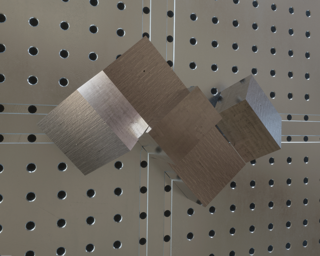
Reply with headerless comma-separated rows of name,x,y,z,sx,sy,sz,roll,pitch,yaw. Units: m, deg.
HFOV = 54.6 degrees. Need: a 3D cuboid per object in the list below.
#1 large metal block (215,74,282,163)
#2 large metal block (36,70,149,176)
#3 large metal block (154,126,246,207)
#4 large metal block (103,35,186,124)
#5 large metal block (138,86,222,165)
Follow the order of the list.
large metal block,0.121,-0.014,0.421,0.080,0.050,0.080,51,35,-14
large metal block,-0.075,-0.004,0.348,0.080,0.080,0.050,51,36,-13
large metal block,0.053,0.045,0.418,0.080,0.050,0.080,-43,102,-15
large metal block,-0.029,-0.054,0.388,0.080,0.050,0.080,-43,104,-14
large metal block,0.016,-0.004,0.389,0.080,0.080,0.050,-44,105,-15
